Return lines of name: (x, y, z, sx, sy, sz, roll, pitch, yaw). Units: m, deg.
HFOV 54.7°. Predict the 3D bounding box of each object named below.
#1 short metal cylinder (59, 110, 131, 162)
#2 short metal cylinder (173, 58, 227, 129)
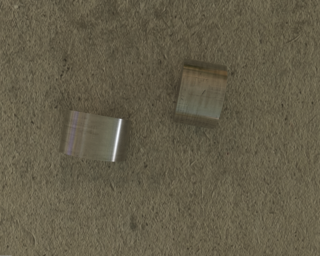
short metal cylinder: (-0.079, 0.009, 0.382, 0.080, 0.080, 0.050, 10, 90, 0)
short metal cylinder: (0.047, -0.042, 0.383, 0.050, 0.080, 0.080, 10, 90, 0)
